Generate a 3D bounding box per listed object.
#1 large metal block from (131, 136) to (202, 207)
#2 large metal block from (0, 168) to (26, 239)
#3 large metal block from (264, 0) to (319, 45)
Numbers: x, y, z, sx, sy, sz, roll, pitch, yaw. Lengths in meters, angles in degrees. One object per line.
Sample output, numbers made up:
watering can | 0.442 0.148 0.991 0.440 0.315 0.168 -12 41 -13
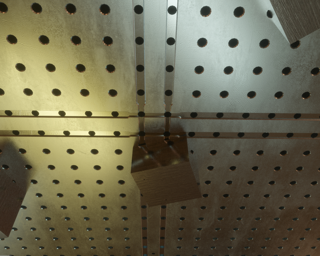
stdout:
large metal block | 0.011 0.065 0.451 0.080 0.050 0.080 -13 129 10
large metal block | -0.261 0.113 0.468 0.050 0.080 0.080 -14 129 11
large metal block | 0.134 -0.138 0.280 0.080 0.050 0.080 -28 125 21
